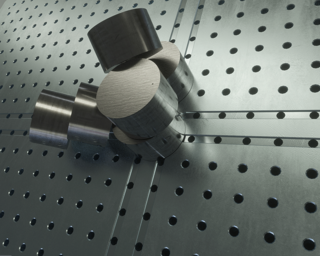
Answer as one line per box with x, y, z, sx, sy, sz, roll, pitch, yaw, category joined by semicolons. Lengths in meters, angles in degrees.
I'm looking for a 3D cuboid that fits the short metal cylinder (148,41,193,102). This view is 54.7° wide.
0.000;-0.075;0.437;0.080;0.050;0.080;-13;56;21;short metal cylinder

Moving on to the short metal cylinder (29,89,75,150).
-0.152;-0.013;0.452;0.050;0.080;0.080;14;61;-12;short metal cylinder

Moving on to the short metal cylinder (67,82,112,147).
-0.091;-0.018;0.422;0.050;0.080;0.080;14;61;-12;short metal cylinder

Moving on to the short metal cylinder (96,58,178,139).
-0.026;-0.034;0.360;0.080;0.050;0.080;-13;56;21;short metal cylinder

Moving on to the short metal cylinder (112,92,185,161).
-0.014;-0.004;0.401;0.080;0.050;0.080;-13;56;21;short metal cylinder

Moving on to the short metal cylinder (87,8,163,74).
-0.043;-0.107;0.388;0.080;0.080;0.050;-22;97;15;short metal cylinder
